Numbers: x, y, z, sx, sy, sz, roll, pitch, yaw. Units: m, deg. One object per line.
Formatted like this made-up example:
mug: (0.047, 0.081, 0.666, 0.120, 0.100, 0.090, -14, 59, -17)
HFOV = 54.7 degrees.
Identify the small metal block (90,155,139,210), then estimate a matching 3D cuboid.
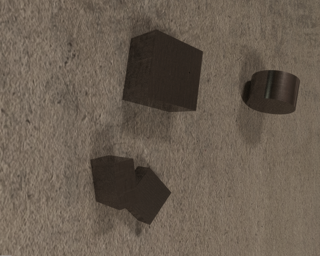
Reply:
small metal block: (-0.052, 0.059, 0.347, 0.025, 0.050, 0.050, -11, 98, -40)

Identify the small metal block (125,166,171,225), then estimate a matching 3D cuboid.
small metal block: (-0.020, 0.084, 0.390, 0.050, 0.025, 0.050, -53, 121, -27)

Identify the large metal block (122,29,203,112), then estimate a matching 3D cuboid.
large metal block: (0.005, -0.068, 0.394, 0.081, 0.050, 0.080, 12, 82, -40)

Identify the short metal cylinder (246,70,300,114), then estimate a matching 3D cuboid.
short metal cylinder: (0.195, -0.060, 0.536, 0.080, 0.080, 0.050, 23, 76, -38)
